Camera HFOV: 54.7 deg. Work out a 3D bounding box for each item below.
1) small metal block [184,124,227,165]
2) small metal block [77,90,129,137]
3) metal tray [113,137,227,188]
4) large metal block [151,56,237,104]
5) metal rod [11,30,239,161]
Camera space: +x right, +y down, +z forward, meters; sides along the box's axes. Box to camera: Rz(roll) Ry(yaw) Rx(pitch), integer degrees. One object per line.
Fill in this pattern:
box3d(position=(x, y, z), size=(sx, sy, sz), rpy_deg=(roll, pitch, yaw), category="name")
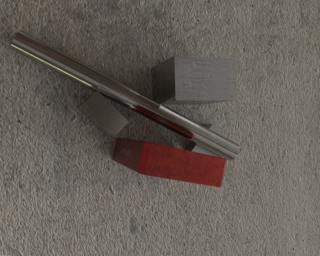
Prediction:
box3d(position=(0.071, 0.029, 0.438), size=(0.050, 0.025, 0.050), rpy_deg=(43, 76, -15), category="small metal block")
box3d(position=(-0.070, -0.016, 0.371), size=(0.050, 0.050, 0.025), rpy_deg=(46, 76, -15), category="small metal block")
box3d(position=(0.004, 0.036, 0.357), size=(0.091, 0.130, 0.030), rpy_deg=(13, 86, -20), category="metal tray")
box3d(position=(0.041, -0.057, 0.396), size=(0.081, 0.080, 0.050), rpy_deg=(-2, 91, -20), category="large metal block")
box3d(position=(-0.031, -0.034, 0.385), size=(0.301, 0.025, 0.025), rpy_deg=(27, 81, -13), category="metal rod")
